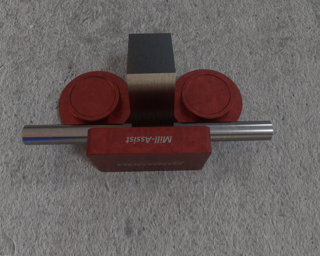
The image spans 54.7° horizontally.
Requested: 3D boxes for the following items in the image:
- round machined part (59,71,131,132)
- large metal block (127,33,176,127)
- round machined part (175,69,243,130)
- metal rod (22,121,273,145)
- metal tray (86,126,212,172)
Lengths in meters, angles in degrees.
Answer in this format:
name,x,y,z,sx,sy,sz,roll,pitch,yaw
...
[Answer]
name,x,y,z,sx,sy,sz,roll,pitch,yaw
round machined part,-0.085,-0.034,0.410,0.099,0.042,0.098,0,70,-1
large metal block,-0.010,-0.057,0.373,0.050,0.080,0.080,-2,47,-2
round machined part,0.061,-0.037,0.414,0.099,0.042,0.098,0,70,-1
metal rod,-0.014,0.006,0.385,0.302,0.025,0.025,-1,70,-1
metal tray,-0.012,0.027,0.364,0.131,0.090,0.030,-1,70,-1
